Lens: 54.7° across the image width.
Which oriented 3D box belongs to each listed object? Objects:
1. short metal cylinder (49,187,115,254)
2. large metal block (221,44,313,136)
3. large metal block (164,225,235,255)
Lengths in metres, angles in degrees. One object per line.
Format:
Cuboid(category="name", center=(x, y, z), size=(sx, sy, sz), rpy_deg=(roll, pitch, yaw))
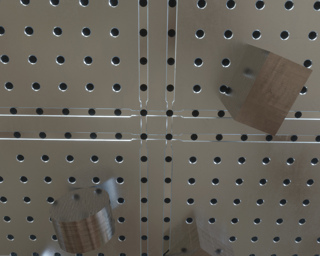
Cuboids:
Cuboid(category="short metal cylinder", center=(-0.106, 0.125, 0.429), size=(0.080, 0.080, 0.050), rpy_deg=(-7, 110, 2))
Cuboid(category="large metal block", center=(0.120, -0.048, 0.367), size=(0.050, 0.080, 0.079), rpy_deg=(21, 109, -8))
Cuboid(category="large metal block", center=(0.062, 0.213, 0.479), size=(0.080, 0.050, 0.080), rpy_deg=(38, 106, -13))
